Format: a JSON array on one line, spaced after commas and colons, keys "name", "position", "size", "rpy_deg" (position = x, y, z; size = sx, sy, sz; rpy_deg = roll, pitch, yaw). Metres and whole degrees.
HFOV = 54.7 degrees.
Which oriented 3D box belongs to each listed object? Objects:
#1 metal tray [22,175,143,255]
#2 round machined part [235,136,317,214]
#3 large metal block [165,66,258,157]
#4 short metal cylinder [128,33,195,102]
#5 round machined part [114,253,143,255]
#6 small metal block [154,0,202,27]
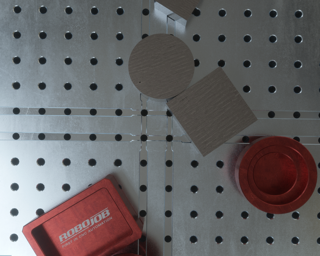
[{"name": "metal tray", "position": [-0.099, 0.133, 0.409], "size": [0.130, 0.030, 0.090], "rpy_deg": [-31, 90, 0]}, {"name": "round machined part", "position": [0.147, 0.058, 0.406], "size": [0.099, 0.042, 0.097], "rpy_deg": [0, 90, 0]}, {"name": "large metal block", "position": [0.063, -0.020, 0.401], "size": [0.080, 0.050, 0.080], "rpy_deg": [-35, 90, 0]}, {"name": "short metal cylinder", "position": [0.002, -0.075, 0.401], "size": [0.081, 0.050, 0.080], "rpy_deg": [0, 90, 0]}, {"name": "round machined part", "position": [-0.045, 0.201, 0.395], "size": [0.099, 0.042, 0.097], "rpy_deg": [-3, 107, -9]}, {"name": "small metal block", "position": [0.027, -0.173, 0.413], "size": [0.050, 0.025, 0.050], "rpy_deg": [32, 90, 0]}]
